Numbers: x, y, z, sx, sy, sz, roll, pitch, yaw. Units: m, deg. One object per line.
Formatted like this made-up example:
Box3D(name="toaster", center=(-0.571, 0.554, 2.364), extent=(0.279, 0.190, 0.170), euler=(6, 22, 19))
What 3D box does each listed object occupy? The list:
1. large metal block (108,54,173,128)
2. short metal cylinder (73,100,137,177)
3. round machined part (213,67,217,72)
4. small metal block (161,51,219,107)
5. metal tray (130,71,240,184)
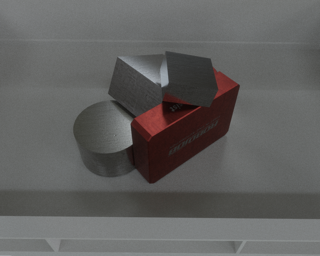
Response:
Box3D(name="large metal block", center=(-0.003, -0.049, 0.382), extent=(0.080, 0.050, 0.081), euler=(39, 35, 27))
Box3D(name="short metal cylinder", center=(-0.059, 0.012, 0.375), extent=(0.081, 0.050, 0.080), euler=(0, 50, 0))
Box3D(name="round machined part", center=(0.047, -0.060, 0.443), extent=(0.099, 0.042, 0.098), euler=(0, 50, 0))
Box3D(name="small metal block", center=(0.029, -0.051, 0.322), extent=(0.050, 0.025, 0.050), euler=(7, 48, -12))
Box3D(name="metal tray", center=(0.030, 0.000, 0.361), extent=(0.131, 0.089, 0.030), euler=(-31, 56, -24))
